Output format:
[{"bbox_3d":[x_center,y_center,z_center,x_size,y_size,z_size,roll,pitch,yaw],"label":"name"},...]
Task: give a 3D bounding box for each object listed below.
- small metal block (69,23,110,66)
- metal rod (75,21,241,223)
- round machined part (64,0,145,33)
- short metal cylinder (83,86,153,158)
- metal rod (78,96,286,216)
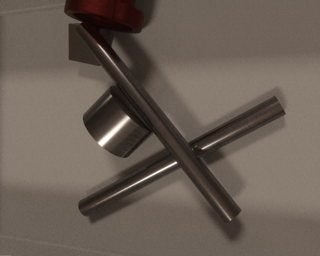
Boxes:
[{"bbox_3d":[-0.100,-0.118,0.437,0.050,0.025,0.050,15,114,19],"label":"small metal block"},{"bbox_3d":[-0.008,-0.014,0.380,0.025,0.025,0.300,-41,81,15],"label":"metal rod"},{"bbox_3d":[-0.068,-0.155,0.394,0.098,0.098,0.042,15,98,19],"label":"round machined part"},{"bbox_3d":[-0.051,-0.008,0.398,0.050,0.080,0.080,-44,77,15],"label":"short metal cylinder"},{"bbox_3d":[0.016,0.044,0.404,0.300,0.025,0.025,-30,81,17],"label":"metal rod"}]
